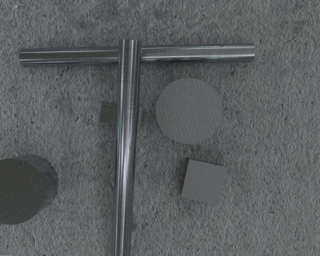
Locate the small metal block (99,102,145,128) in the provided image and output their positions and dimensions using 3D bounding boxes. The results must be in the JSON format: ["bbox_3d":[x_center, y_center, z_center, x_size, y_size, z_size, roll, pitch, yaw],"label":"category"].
[{"bbox_3d":[-0.046,-0.016,0.397,0.050,0.050,0.025,8,90,0],"label":"small metal block"}]

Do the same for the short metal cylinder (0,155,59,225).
[{"bbox_3d":[-0.178,0.076,0.396,0.081,0.050,0.079,0,90,0],"label":"short metal cylinder"}]

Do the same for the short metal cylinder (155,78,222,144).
[{"bbox_3d":[0.035,-0.021,0.398,0.081,0.050,0.079,0,90,0],"label":"short metal cylinder"}]

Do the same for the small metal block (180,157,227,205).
[{"bbox_3d":[0.057,0.070,0.410,0.050,0.025,0.050,12,90,0],"label":"small metal block"}]

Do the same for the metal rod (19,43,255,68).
[{"bbox_3d":[-0.029,-0.096,0.409,0.302,0.025,0.025,-1,90,0],"label":"metal rod"}]

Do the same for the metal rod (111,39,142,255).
[{"bbox_3d":[-0.042,0.049,0.372,0.025,0.025,0.298,4,105,0],"label":"metal rod"}]
